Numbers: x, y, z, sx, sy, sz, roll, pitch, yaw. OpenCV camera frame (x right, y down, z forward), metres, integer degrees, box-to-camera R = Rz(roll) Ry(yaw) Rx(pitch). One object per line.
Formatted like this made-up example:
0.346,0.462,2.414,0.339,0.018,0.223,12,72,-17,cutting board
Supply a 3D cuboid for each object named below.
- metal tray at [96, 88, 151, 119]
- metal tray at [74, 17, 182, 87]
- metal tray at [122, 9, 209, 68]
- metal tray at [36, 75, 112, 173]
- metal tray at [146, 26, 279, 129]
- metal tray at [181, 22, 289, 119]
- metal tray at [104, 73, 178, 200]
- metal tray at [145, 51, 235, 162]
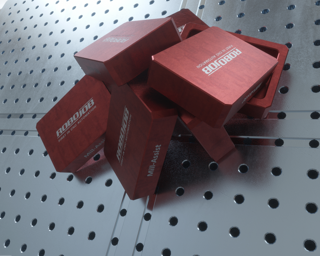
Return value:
-0.067,-0.051,0.472,0.130,0.030,0.090,-43,51,-2,metal tray
-0.044,-0.095,0.374,0.090,0.030,0.130,-38,29,-15,metal tray
0.007,-0.117,0.450,0.131,0.030,0.090,-28,53,-8,metal tray
-0.110,-0.009,0.440,0.130,0.030,0.090,-41,66,15,metal tray
0.060,-0.061,0.331,0.090,0.030,0.131,35,45,18,metal tray
0.079,-0.073,0.381,0.130,0.030,0.090,19,70,14,metal tray
-0.029,0.008,0.360,0.030,0.129,0.090,-11,44,-31,metal tray
0.028,-0.028,0.370,0.030,0.090,0.130,-39,50,3,metal tray
